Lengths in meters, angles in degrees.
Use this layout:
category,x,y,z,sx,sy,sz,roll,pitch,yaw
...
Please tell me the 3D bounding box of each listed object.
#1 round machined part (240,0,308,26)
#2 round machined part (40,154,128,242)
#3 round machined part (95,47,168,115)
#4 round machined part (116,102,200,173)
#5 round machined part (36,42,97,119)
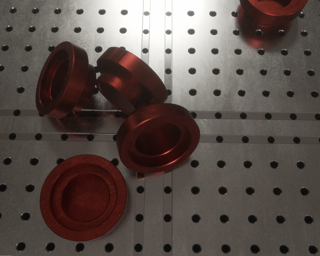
category,x,y,z,sx,sy,sz,roll,pitch,yaw
round machined part,0.171,-0.199,0.478,0.099,0.042,0.098,0,70,-1
round machined part,-0.087,0.084,0.371,0.099,0.042,0.098,0,70,-1
round machined part,-0.042,-0.051,0.391,0.098,0.098,0.042,34,74,11
round machined part,-0.005,0.008,0.375,0.099,0.097,0.042,-17,47,-7
round machined part,-0.120,-0.059,0.405,0.042,0.098,0.098,19,63,-42
